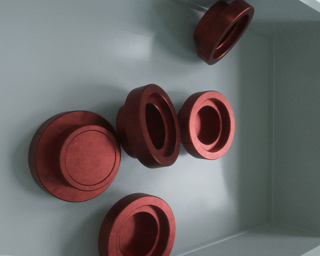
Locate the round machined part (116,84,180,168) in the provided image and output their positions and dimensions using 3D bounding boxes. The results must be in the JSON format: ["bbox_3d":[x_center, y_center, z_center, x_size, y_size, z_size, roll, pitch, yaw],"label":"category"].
[{"bbox_3d":[-0.016,0.000,0.368,0.098,0.042,0.098,37,47,-53],"label":"round machined part"}]

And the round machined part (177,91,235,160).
[{"bbox_3d":[0.062,-0.004,0.450,0.099,0.042,0.097,0,90,-40],"label":"round machined part"}]

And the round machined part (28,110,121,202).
[{"bbox_3d":[-0.082,0.030,0.328,0.099,0.042,0.097,0,90,-40],"label":"round machined part"}]

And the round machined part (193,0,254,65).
[{"bbox_3d":[0.086,-0.142,0.447,0.042,0.097,0.099,43,56,13],"label":"round machined part"}]

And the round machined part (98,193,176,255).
[{"bbox_3d":[-0.031,0.127,0.372,0.099,0.042,0.097,0,90,-40],"label":"round machined part"}]
